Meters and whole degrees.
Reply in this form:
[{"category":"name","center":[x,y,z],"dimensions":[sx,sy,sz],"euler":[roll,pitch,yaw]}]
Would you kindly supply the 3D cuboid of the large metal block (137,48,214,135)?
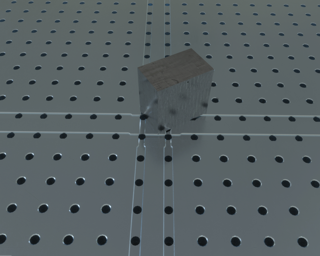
[{"category":"large metal block","center":[0.019,-0.048,0.413],"dimensions":[0.081,0.080,0.050],"euler":[-24,54,-19]}]
